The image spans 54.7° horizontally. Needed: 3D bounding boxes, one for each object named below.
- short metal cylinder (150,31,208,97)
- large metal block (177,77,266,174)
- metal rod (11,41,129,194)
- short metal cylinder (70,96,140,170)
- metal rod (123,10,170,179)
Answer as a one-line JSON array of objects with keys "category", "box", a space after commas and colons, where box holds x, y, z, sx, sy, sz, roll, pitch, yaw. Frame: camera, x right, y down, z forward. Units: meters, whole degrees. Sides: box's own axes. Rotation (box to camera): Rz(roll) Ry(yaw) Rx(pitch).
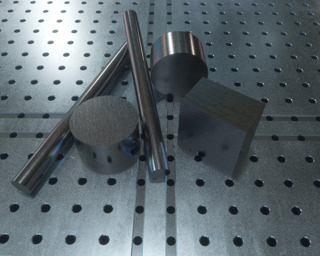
[{"category": "short metal cylinder", "box": [0.026, -0.092, 0.449, 0.081, 0.080, 0.050, -2, 50, -2]}, {"category": "large metal block", "box": [0.070, -0.003, 0.375, 0.080, 0.080, 0.050, 28, 56, 21]}, {"category": "metal rod", "box": [-0.101, -0.039, 0.439, 0.025, 0.025, 0.301, 17, 52, 14]}, {"category": "short metal cylinder", "box": [-0.066, 0.005, 0.386, 0.081, 0.050, 0.080, 0, 50, 0]}, {"category": "metal rod", "box": [-0.026, -0.069, 0.445, 0.025, 0.025, 0.299, -8, 56, -6]}]
